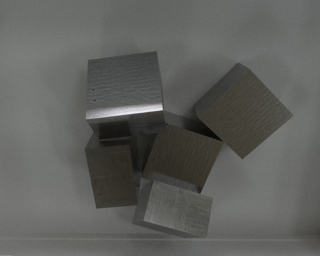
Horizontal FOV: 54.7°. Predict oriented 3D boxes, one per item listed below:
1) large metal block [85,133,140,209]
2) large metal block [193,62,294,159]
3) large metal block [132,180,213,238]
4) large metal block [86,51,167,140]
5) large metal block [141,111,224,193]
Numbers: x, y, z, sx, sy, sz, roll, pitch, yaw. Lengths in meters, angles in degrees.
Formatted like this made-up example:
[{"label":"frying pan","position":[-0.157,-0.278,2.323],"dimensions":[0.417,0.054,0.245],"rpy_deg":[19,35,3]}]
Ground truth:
[{"label":"large metal block","position":[-0.056,0.044,0.396],"dimensions":[0.050,0.080,0.079],"rpy_deg":[-5,110,1]},{"label":"large metal block","position":[0.101,-0.022,0.390],"dimensions":[0.080,0.050,0.080],"rpy_deg":[42,104,-14]},{"label":"large metal block","position":[0.014,0.112,0.415],"dimensions":[0.080,0.080,0.050],"rpy_deg":[18,67,-9]},{"label":"large metal block","position":[-0.038,-0.037,0.360],"dimensions":[0.080,0.080,0.050],"rpy_deg":[-7,152,3]},{"label":"large metal block","position":[0.027,0.031,0.409],"dimensions":[0.080,0.050,0.079],"rpy_deg":[18,109,-7]}]
